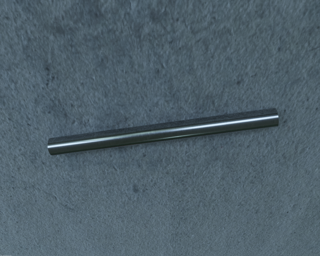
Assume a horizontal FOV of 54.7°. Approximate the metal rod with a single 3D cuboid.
[{"bbox_3d":[0.000,0.006,0.412,0.302,0.025,0.025,-8,130,6],"label":"metal rod"}]
